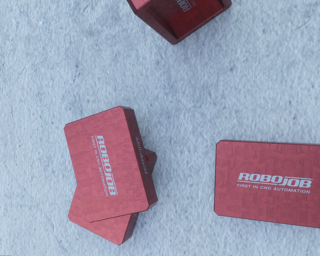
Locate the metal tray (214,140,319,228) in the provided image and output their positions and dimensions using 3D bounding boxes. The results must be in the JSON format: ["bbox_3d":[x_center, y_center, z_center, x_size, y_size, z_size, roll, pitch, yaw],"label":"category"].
[{"bbox_3d":[0.132,0.061,0.360,0.130,0.030,0.089,2,91,19],"label":"metal tray"}]

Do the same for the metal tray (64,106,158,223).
[{"bbox_3d":[-0.064,0.046,0.395,0.090,0.030,0.129,-17,84,18],"label":"metal tray"}]

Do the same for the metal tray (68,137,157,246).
[{"bbox_3d":[-0.067,0.082,0.429,0.090,0.030,0.129,20,96,18],"label":"metal tray"}]

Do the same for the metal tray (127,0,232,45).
[{"bbox_3d":[0.026,-0.144,0.343,0.090,0.130,0.030,-31,80,17],"label":"metal tray"}]
